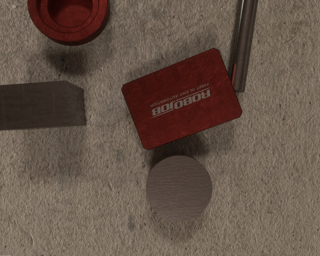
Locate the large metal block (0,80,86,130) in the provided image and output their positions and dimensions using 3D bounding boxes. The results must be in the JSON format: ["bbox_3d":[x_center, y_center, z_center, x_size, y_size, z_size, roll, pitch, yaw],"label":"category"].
[{"bbox_3d":[-0.142,-0.025,0.381,0.081,0.080,0.050,-4,90,-1],"label":"large metal block"}]

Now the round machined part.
[{"bbox_3d":[-0.113,-0.154,0.400,0.099,0.042,0.097,0,90,-1],"label":"round machined part"}]

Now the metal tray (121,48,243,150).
[{"bbox_3d":[0.027,-0.035,0.397,0.130,0.030,0.090,-21,90,9],"label":"metal tray"}]

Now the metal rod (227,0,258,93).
[{"bbox_3d":[0.122,-0.197,0.411,0.025,0.025,0.298,9,90,-1],"label":"metal rod"}]

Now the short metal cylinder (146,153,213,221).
[{"bbox_3d":[0.023,0.073,0.398,0.081,0.050,0.079,0,90,-1],"label":"short metal cylinder"}]
